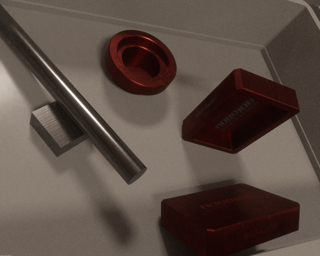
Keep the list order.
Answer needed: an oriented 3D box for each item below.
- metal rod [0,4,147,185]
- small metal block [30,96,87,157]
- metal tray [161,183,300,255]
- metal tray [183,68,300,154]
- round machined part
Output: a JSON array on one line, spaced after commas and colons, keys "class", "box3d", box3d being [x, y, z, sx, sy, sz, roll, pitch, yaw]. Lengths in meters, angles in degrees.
[{"class": "metal rod", "box3d": [-0.122, -0.057, 0.347, 0.025, 0.025, 0.300, -32, 71, -38]}, {"class": "small metal block", "box3d": [-0.109, -0.004, 0.350, 0.050, 0.025, 0.050, 49, 51, 6]}, {"class": "metal tray", "box3d": [0.078, 0.097, 0.347, 0.131, 0.090, 0.030, -4, 99, -30]}, {"class": "metal tray", "box3d": [0.098, -0.014, 0.402, 0.091, 0.129, 0.030, 16, 55, -20]}, {"class": "round machined part", "box3d": [-0.030, -0.086, 0.432, 0.099, 0.042, 0.098, 14, 56, -21]}]
